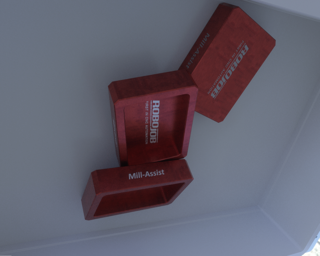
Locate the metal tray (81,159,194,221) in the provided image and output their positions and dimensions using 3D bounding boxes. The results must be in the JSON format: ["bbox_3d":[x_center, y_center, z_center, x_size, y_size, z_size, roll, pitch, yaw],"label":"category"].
[{"bbox_3d":[-0.031,0.082,0.415,0.131,0.030,0.089,-4,147,-27],"label":"metal tray"}]

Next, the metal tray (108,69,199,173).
[{"bbox_3d":[-0.009,-0.004,0.368,0.091,0.030,0.129,-12,141,-13],"label":"metal tray"}]

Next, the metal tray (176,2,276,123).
[{"bbox_3d":[0.079,-0.079,0.400,0.090,0.030,0.129,23,106,-37],"label":"metal tray"}]
